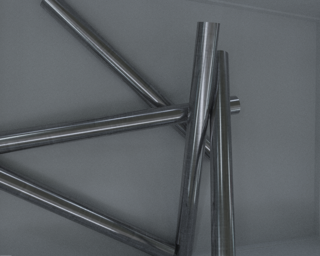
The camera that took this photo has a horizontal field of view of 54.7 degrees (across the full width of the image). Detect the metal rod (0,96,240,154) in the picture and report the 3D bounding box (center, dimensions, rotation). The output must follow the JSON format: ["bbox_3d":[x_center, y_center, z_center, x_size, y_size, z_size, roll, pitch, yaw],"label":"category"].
[{"bbox_3d":[-0.045,-0.006,0.375,0.302,0.025,0.025,-10,94,-13],"label":"metal rod"}]

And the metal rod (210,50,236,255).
[{"bbox_3d":[0.070,0.049,0.351,0.025,0.025,0.299,9,71,-20],"label":"metal rod"}]

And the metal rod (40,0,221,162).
[{"bbox_3d":[-0.024,-0.054,0.401,0.300,0.025,0.025,42,77,-15],"label":"metal rod"}]

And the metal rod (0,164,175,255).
[{"bbox_3d":[-0.111,0.094,0.369,0.301,0.025,0.025,30,80,-18],"label":"metal rod"}]

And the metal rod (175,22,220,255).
[{"bbox_3d":[0.043,0.027,0.382,0.025,0.025,0.298,-2,107,-20],"label":"metal rod"}]
